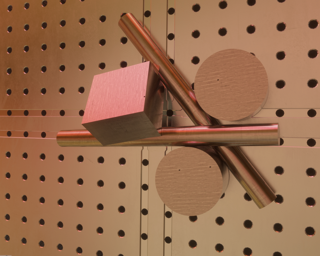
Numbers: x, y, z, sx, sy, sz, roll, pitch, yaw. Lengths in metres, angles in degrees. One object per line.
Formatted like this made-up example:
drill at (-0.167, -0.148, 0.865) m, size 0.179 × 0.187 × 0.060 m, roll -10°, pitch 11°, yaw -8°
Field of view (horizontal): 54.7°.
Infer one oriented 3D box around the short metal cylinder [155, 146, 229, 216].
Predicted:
short metal cylinder at (0.041, 0.062, 0.381) m, size 0.080 × 0.050 × 0.079 m, roll 0°, pitch 90°, yaw 20°

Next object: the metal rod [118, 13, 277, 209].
metal rod at (0.040, -0.030, 0.395) m, size 0.025 × 0.025 × 0.299 m, roll -40°, pitch 78°, yaw 16°

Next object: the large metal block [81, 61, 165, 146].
large metal block at (-0.043, -0.030, 0.391) m, size 0.080 × 0.050 × 0.080 m, roll -10°, pitch 52°, yaw 20°

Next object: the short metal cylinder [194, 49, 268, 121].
short metal cylinder at (0.086, -0.048, 0.366) m, size 0.080 × 0.050 × 0.079 m, roll 0°, pitch 90°, yaw 20°

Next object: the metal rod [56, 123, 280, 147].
metal rod at (-0.009, 0.011, 0.394) m, size 0.301 × 0.025 × 0.025 m, roll -2°, pitch 90°, yaw 26°
